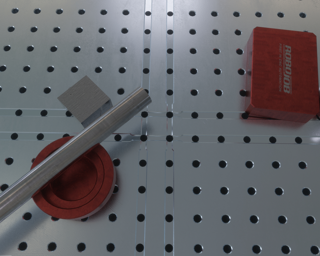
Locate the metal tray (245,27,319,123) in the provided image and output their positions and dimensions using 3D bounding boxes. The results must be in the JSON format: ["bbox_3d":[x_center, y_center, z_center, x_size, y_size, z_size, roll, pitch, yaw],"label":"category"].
[{"bbox_3d":[0.172,-0.077,0.439,0.091,0.030,0.130,7,70,2],"label":"metal tray"}]

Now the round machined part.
[{"bbox_3d":[-0.103,0.062,0.379,0.099,0.042,0.098,0,70,0],"label":"round machined part"}]

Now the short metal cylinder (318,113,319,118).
[{"bbox_3d":[0.258,-0.041,0.415,0.081,0.050,0.080,0,70,0],"label":"short metal cylinder"}]

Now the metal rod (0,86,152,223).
[{"bbox_3d":[-0.131,0.052,0.346,0.301,0.025,0.025,-40,75,-13],"label":"metal rod"}]

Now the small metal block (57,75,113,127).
[{"bbox_3d":[-0.102,-0.035,0.424,0.050,0.025,0.050,-42,76,-14],"label":"small metal block"}]
